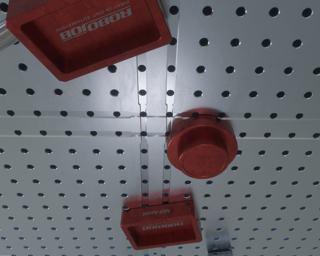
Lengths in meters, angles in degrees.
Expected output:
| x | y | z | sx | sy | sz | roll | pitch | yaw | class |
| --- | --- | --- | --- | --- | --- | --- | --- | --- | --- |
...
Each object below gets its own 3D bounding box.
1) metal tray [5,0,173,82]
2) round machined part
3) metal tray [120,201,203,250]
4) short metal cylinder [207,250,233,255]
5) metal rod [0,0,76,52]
| x | y | z | sx | sy | sz | roll | pitch | yaw | class |
| --- | --- | --- | --- | --- | --- | --- | --- | --- | --- |
| -0.063 | -0.101 | 0.299 | 0.130 | 0.030 | 0.090 | -18 | 147 | 10 | metal tray |
| 0.059 | 0.034 | 0.430 | 0.099 | 0.042 | 0.097 | 0 | 130 | 0 | round machined part |
| 0.005 | 0.178 | 0.560 | 0.131 | 0.030 | 0.090 | -11 | 130 | 8 | metal tray |
| 0.128 | 0.293 | 0.626 | 0.050 | 0.080 | 0.080 | -9 | 130 | 7 | short metal cylinder |
| -0.107 | -0.123 | 0.306 | 0.300 | 0.025 | 0.025 | -23 | 127 | 18 | metal rod |
